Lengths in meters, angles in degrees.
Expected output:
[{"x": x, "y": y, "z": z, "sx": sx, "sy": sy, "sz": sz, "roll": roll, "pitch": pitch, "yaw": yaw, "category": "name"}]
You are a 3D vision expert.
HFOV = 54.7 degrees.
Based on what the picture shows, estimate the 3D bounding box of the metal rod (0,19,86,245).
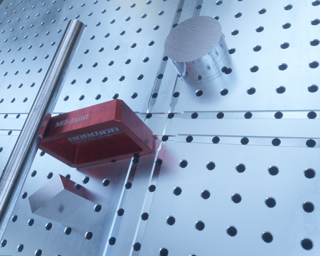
[{"x": -0.146, "y": -0.013, "z": 0.373, "sx": 0.025, "sy": 0.025, "sz": 0.299, "roll": -2, "pitch": 61, "yaw": 27, "category": "metal rod"}]

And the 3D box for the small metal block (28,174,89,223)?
[{"x": -0.131, "y": 0.092, "z": 0.402, "sx": 0.050, "sy": 0.050, "sz": 0.025, "roll": -38, "pitch": 51, "yaw": 3, "category": "small metal block"}]

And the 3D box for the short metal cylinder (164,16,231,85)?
[{"x": 0.053, "y": -0.107, "z": 0.429, "sx": 0.080, "sy": 0.050, "sz": 0.080, "roll": -13, "pitch": 56, "yaw": 20, "category": "short metal cylinder"}]

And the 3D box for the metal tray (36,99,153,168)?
[{"x": -0.086, "y": 0.012, "z": 0.402, "sx": 0.130, "sy": 0.090, "sz": 0.030, "roll": -13, "pitch": 57, "yaw": 20, "category": "metal tray"}]
